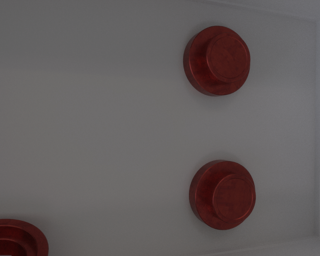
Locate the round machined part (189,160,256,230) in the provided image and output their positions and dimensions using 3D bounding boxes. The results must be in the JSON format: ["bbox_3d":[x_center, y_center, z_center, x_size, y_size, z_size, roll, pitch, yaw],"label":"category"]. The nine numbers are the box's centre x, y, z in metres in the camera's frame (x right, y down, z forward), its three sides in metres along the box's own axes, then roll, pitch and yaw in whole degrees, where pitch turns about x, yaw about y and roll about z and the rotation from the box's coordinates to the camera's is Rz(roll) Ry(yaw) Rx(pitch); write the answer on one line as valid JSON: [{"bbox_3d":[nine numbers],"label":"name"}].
[{"bbox_3d":[0.094,0.095,0.436,0.099,0.042,0.097,0,90,-20],"label":"round machined part"}]

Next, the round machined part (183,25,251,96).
[{"bbox_3d":[0.086,-0.095,0.433,0.099,0.042,0.097,0,90,-20],"label":"round machined part"}]

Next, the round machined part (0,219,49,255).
[{"bbox_3d":[-0.167,0.143,0.316,0.099,0.098,0.042,4,115,-20],"label":"round machined part"}]
